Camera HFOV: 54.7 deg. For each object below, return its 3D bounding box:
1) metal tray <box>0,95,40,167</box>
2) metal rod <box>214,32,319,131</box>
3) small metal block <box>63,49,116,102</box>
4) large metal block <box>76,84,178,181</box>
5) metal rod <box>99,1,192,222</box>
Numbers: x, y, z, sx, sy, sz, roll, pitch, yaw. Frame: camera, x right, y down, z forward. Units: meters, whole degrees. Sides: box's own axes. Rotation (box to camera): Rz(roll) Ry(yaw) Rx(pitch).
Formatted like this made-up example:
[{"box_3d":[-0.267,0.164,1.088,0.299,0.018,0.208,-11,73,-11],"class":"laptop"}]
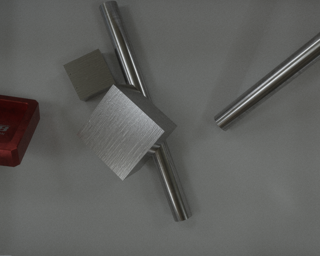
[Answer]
[{"box_3d":[-0.223,-0.004,0.370,0.131,0.090,0.030,8,132,-7],"class":"metal tray"},{"box_3d":[0.184,-0.095,0.352,0.299,0.025,0.025,-41,91,25],"class":"metal rod"},{"box_3d":[-0.091,-0.069,0.410,0.050,0.025,0.050,-26,90,-1],"class":"small metal block"},{"box_3d":[-0.040,0.003,0.380,0.080,0.050,0.080,43,108,10],"class":"large metal block"},{"box_3d":[-0.019,-0.022,0.411,0.025,0.025,0.298,-20,90,0],"class":"metal rod"}]
